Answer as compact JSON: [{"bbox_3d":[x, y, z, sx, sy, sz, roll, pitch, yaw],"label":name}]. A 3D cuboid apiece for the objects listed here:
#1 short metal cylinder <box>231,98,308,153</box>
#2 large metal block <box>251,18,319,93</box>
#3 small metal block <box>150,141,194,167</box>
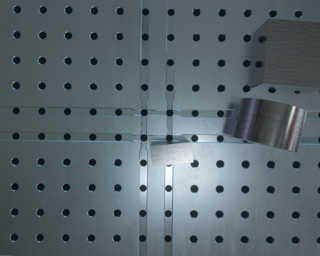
[{"bbox_3d":[0.135,-0.003,0.387,0.080,0.080,0.050,14,90,0],"label":"short metal cylinder"},{"bbox_3d":[0.169,-0.091,0.402,0.081,0.050,0.080,4,90,0],"label":"large metal block"},{"bbox_3d":[0.015,0.032,0.401,0.050,0.050,0.025,-6,90,0],"label":"small metal block"}]
